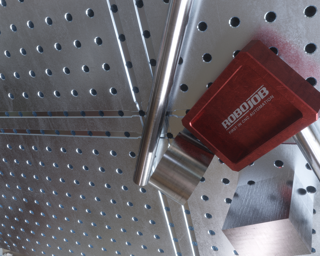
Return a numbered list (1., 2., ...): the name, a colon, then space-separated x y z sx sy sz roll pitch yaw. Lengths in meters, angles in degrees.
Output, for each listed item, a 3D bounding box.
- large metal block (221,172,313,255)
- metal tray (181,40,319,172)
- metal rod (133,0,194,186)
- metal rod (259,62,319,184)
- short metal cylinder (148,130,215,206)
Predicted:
1. large metal block: 0.131 0.106 0.372 0.080 0.080 0.050 -25 105 36
2. metal tray: 0.089 -0.016 0.327 0.090 0.030 0.129 43 142 4
3. metal rod: 0.000 -0.038 0.386 0.025 0.025 0.298 24 127 13
4. metal rod: 0.193 0.060 0.346 0.025 0.025 0.299 -26 105 37
5. short metal cylinder: 0.028 0.050 0.391 0.050 0.080 0.079 31 128 7
